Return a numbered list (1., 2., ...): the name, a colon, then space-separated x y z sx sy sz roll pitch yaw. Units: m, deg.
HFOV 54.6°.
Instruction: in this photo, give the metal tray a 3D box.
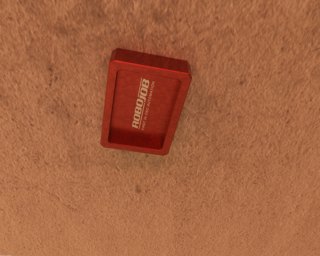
1. metal tray: -0.021 -0.026 0.381 0.091 0.030 0.129 9 130 -8
